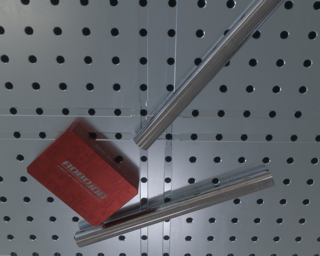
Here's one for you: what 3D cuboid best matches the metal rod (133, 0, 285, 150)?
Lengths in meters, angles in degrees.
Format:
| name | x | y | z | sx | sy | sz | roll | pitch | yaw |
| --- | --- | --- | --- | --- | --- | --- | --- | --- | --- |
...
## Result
| name | x | y | z | sx | sy | sz | roll | pitch | yaw |
| --- | --- | --- | --- | --- | --- | --- | --- | --- | --- |
| metal rod | 0.071 | -0.085 | 0.382 | 0.025 | 0.025 | 0.299 | 39 | 105 | -13 |

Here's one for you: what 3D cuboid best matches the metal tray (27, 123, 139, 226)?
| name | x | y | z | sx | sy | sz | roll | pitch | yaw |
| --- | --- | --- | --- | --- | --- | --- | --- | --- | --- |
| metal tray | -0.104 | 0.068 | 0.435 | 0.090 | 0.030 | 0.130 | -41 | 105 | 13 |

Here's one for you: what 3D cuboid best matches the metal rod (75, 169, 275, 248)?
| name | x | y | z | sx | sy | sz | roll | pitch | yaw |
| --- | --- | --- | --- | --- | --- | --- | --- | --- | --- |
| metal rod | 0.017 | 0.121 | 0.457 | 0.301 | 0.025 | 0.025 | -20 | 109 | 7 |
